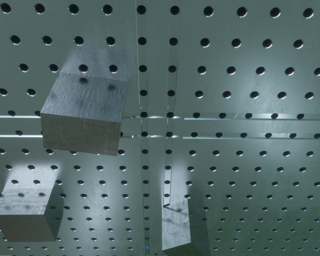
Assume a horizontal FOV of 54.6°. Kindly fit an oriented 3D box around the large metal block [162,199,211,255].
[{"bbox_3d":[0.045,0.184,0.532,0.050,0.080,0.080,-23,126,18],"label":"large metal block"}]

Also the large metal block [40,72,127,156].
[{"bbox_3d":[-0.084,-0.017,0.360,0.080,0.080,0.050,7,130,-6],"label":"large metal block"}]

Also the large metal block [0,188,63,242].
[{"bbox_3d":[-0.217,0.147,0.518,0.080,0.050,0.080,-1,130,0],"label":"large metal block"}]
